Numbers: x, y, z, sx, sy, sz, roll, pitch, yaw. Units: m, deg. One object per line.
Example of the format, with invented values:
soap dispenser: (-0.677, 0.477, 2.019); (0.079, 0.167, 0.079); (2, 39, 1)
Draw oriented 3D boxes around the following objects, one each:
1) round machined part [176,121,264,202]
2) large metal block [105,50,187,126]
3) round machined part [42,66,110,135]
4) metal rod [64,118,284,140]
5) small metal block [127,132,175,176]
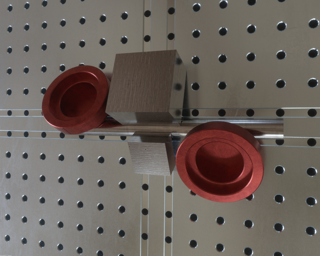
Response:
round machined part: (0.071, 0.036, 0.365); (0.098, 0.042, 0.097); (8, 118, 16)
large metal block: (-0.015, -0.049, 0.393); (0.080, 0.050, 0.080); (1, 72, 20)
round machined part: (-0.108, -0.035, 0.428); (0.098, 0.042, 0.098); (-8, 62, 15)
metal rod: (0.002, 0.000, 0.412); (0.301, 0.025, 0.025); (1, 90, 19)
small metal block: (-0.010, 0.034, 0.406); (0.050, 0.025, 0.050); (1, 119, 20)
